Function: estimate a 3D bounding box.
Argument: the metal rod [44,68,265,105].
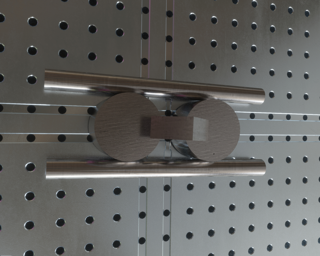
[{"bbox_3d":[0.008,-0.052,0.412,0.302,0.025,0.025,2,90,-20],"label":"metal rod"}]

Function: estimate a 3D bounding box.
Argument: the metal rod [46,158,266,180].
[{"bbox_3d":[0.009,0.053,0.413,0.302,0.025,0.025,2,89,-20],"label":"metal rod"}]

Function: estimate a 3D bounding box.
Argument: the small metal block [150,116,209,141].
[{"bbox_3d":[0.024,0.001,0.355,0.050,0.050,0.025,6,86,-63],"label":"small metal block"}]

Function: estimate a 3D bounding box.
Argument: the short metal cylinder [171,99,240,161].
[{"bbox_3d":[0.059,0.003,0.418,0.081,0.050,0.079,0,90,-20],"label":"short metal cylinder"}]

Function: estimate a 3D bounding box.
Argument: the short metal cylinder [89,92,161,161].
[{"bbox_3d":[-0.043,-0.001,0.380,0.081,0.050,0.079,0,90,-20],"label":"short metal cylinder"}]
